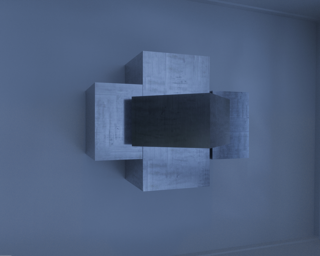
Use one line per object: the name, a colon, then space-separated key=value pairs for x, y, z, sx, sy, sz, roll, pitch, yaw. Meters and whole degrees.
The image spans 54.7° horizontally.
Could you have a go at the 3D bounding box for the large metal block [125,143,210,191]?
large metal block: x=0.006 y=0.043 z=0.382 sx=0.081 sy=0.080 sz=0.050 roll=0 pitch=90 yaw=-20

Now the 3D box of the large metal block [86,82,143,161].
large metal block: x=-0.056 y=-0.007 z=0.360 sx=0.050 sy=0.080 sz=0.080 roll=0 pitch=90 yaw=-20

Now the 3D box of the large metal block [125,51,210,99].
large metal block: x=0.006 y=-0.058 z=0.382 sx=0.081 sy=0.080 sz=0.050 roll=0 pitch=90 yaw=-20

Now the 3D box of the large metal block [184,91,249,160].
large metal block: x=0.070 y=-0.004 z=0.404 sx=0.050 sy=0.080 sz=0.080 roll=0 pitch=90 yaw=-21

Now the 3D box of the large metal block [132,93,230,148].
large metal block: x=0.025 y=-0.007 z=0.329 sx=0.080 sy=0.080 sz=0.050 roll=-1 pitch=91 yaw=-65
